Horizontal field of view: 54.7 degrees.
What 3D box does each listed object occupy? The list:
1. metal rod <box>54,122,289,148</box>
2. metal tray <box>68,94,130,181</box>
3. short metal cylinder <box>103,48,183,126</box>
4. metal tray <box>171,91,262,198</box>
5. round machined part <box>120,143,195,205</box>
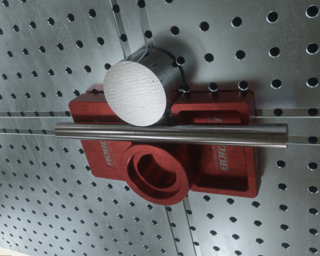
[{"bbox_3d":[-0.008,0.006,0.374,0.300,0.025,0.025,1,119,27],"label":"metal rod"},{"bbox_3d":[-0.071,0.015,0.448,0.090,0.030,0.129,3,120,27],"label":"metal tray"},{"bbox_3d":[-0.019,-0.049,0.370,0.080,0.050,0.079,13,124,21],"label":"short metal cylinder"},{"bbox_3d":[0.071,0.022,0.379,0.090,0.030,0.129,1,119,27],"label":"metal tray"},{"bbox_3d":[0.000,0.053,0.416,0.098,0.042,0.097,13,124,21],"label":"round machined part"}]
